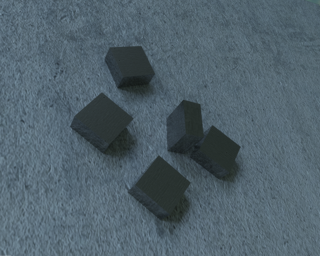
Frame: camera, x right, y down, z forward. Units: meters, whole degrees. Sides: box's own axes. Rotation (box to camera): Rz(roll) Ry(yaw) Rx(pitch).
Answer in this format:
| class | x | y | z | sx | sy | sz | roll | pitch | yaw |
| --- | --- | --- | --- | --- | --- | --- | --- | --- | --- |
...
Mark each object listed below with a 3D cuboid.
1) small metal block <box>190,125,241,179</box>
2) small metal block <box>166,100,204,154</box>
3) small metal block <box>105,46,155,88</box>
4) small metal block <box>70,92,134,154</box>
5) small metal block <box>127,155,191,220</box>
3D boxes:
| class | x | y | z | sx | sy | sz | roll | pitch | yaw |
| --- | --- | --- | --- | --- | --- | --- | --- | --- | --- |
| small metal block | 0.076 | 0.033 | 0.425 | 0.050 | 0.025 | 0.050 | 38 | 51 | -3 |
| small metal block | 0.031 | -0.001 | 0.405 | 0.025 | 0.050 | 0.050 | 12 | 57 | -22 |
| small metal block | -0.042 | -0.086 | 0.433 | 0.050 | 0.025 | 0.050 | -13 | 68 | -33 |
| small metal block | -0.069 | -0.007 | 0.370 | 0.050 | 0.025 | 0.050 | 40 | 51 | -1 |
| small metal block | 0.000 | 0.069 | 0.361 | 0.050 | 0.025 | 0.050 | 41 | 51 | 0 |
